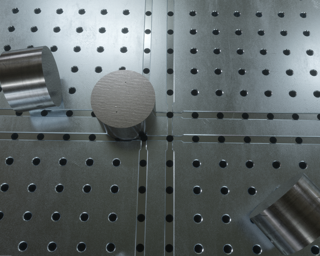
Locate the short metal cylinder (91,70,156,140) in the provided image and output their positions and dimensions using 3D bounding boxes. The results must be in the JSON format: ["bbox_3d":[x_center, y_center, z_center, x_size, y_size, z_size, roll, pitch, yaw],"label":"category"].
[{"bbox_3d":[-0.046,-0.029,0.409,0.081,0.050,0.080,0,70,0],"label":"short metal cylinder"}]

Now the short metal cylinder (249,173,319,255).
[{"bbox_3d":[0.149,0.095,0.349,0.080,0.080,0.050,-38,75,-13],"label":"short metal cylinder"}]

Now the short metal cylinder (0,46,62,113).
[{"bbox_3d":[-0.166,-0.063,0.404,0.050,0.080,0.080,-9,70,-3],"label":"short metal cylinder"}]
